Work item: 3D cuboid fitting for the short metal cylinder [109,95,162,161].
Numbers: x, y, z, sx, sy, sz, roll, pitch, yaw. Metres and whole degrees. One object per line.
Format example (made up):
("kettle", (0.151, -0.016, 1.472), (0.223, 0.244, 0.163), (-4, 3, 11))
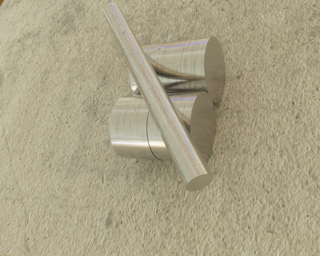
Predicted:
("short metal cylinder", (-0.017, -0.001, 0.380), (0.050, 0.080, 0.080), (1, 62, 29))

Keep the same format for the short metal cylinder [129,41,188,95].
("short metal cylinder", (0.002, -0.072, 0.414), (0.050, 0.080, 0.080), (1, 62, 29))

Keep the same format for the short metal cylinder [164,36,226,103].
("short metal cylinder", (0.046, -0.071, 0.390), (0.050, 0.080, 0.080), (1, 62, 29))

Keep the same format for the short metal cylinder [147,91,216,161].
("short metal cylinder", (0.028, -0.001, 0.357), (0.050, 0.080, 0.080), (1, 62, 29))

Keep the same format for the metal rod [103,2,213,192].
("metal rod", (-0.018, -0.061, 0.349), (0.025, 0.025, 0.300), (-32, 52, 8))
